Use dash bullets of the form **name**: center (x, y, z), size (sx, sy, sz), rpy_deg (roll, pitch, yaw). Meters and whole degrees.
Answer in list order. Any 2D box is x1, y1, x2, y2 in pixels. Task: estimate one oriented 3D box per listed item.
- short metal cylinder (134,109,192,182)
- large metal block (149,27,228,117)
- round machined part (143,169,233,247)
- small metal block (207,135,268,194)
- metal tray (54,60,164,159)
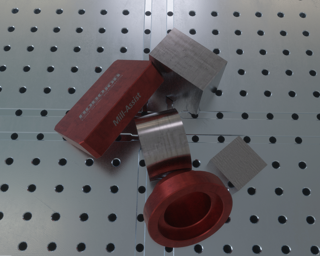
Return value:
- **short metal cylinder**: center (0.003, 0.020, 0.375), size (0.050, 0.080, 0.080), rpy_deg (-14, 71, -5)
- **large metal block**: center (0.034, -0.071, 0.409), size (0.080, 0.080, 0.050), rpy_deg (36, 74, 12)
- **round machined part**: center (0.028, 0.086, 0.352), size (0.099, 0.097, 0.042), rpy_deg (-20, 36, -7)
- **small metal block**: center (0.098, 0.047, 0.395), size (0.050, 0.025, 0.050), rpy_deg (-38, 75, -13)
- **metal tray**: center (-0.065, -0.030, 0.391), size (0.090, 0.030, 0.130), rpy_deg (17, 64, 51)
